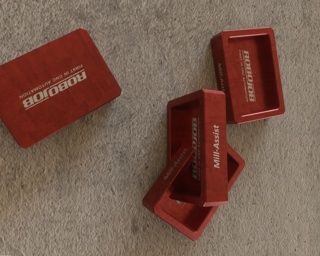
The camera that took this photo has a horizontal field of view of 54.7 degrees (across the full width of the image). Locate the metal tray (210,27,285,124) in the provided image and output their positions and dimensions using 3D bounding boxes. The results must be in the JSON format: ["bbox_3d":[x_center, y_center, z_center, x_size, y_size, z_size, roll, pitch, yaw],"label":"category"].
[{"bbox_3d":[0.129,-0.076,0.453,0.091,0.030,0.129,-11,94,-20],"label":"metal tray"}]

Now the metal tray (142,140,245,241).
[{"bbox_3d":[0.049,0.072,0.413,0.090,0.030,0.130,43,76,-29],"label":"metal tray"}]

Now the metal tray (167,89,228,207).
[{"bbox_3d":[0.042,0.025,0.381,0.030,0.090,0.129,3,83,-26],"label":"metal tray"}]

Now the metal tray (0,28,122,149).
[{"bbox_3d":[-0.123,-0.047,0.361,0.131,0.030,0.090,-33,101,-17],"label":"metal tray"}]
